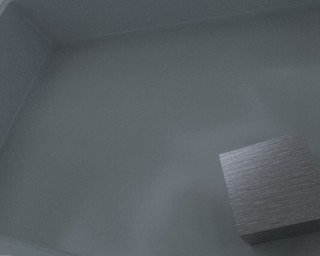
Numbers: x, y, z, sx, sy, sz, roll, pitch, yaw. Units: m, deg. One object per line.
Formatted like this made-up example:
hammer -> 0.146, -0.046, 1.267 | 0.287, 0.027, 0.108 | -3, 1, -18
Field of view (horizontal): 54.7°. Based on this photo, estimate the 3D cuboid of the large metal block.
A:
large metal block -> 0.110, 0.059, 0.295 | 0.080, 0.050, 0.080 | -19, 55, 17
